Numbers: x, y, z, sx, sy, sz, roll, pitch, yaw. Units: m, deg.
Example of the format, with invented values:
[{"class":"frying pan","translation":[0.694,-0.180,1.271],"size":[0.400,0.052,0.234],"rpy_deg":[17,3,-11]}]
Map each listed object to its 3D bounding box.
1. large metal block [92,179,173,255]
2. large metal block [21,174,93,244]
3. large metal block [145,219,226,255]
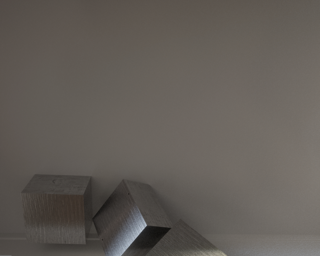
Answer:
[{"class":"large metal block","translation":[-0.039,0.130,0.422],"size":[0.050,0.080,0.080],"rpy_deg":[23,111,-42]},{"class":"large metal block","translation":[-0.142,0.114,0.438],"size":[0.081,0.050,0.079],"rpy_deg":[2,110,-1]},{"class":"large metal block","translation":[0.029,0.174,0.376],"size":[0.080,0.080,0.050],"rpy_deg":[33,142,28]}]
